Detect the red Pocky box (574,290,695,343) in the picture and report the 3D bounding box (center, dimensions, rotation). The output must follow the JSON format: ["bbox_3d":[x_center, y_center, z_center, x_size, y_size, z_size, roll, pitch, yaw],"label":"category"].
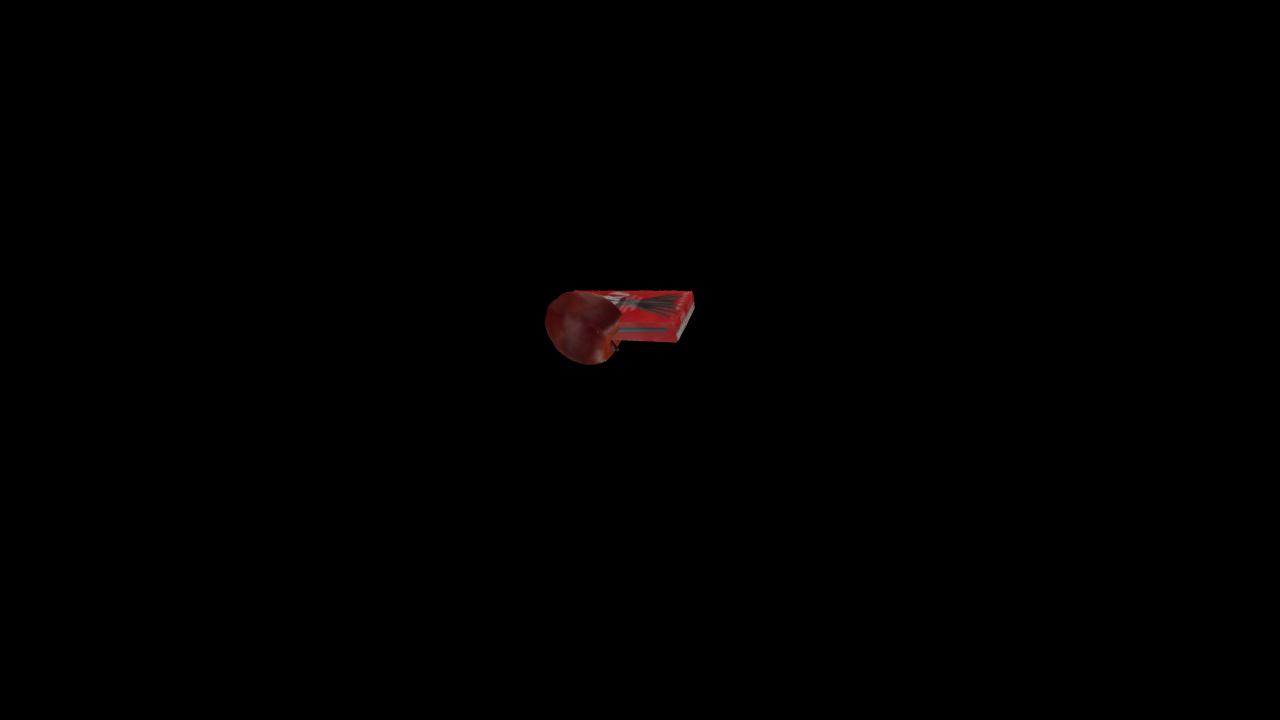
[{"bbox_3d":[-0.022,-0.052,0.707,0.155,0.028,0.083,2,32,19],"label":"red Pocky box"}]

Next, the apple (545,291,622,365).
[{"bbox_3d":[-0.061,-0.036,0.692,0.093,0.079,0.079,30,9,16],"label":"apple"}]
